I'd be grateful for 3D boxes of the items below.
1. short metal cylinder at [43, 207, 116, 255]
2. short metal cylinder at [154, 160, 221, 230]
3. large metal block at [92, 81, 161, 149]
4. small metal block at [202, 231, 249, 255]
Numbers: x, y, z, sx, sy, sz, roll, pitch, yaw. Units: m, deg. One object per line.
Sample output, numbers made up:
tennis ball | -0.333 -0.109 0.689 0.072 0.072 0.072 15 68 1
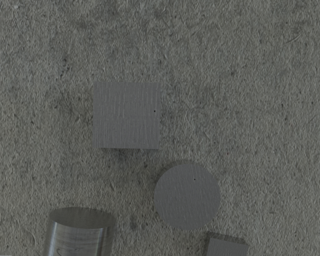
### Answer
short metal cylinder | -0.098 0.134 0.382 0.080 0.080 0.050 9 90 0
short metal cylinder | 0.033 0.083 0.398 0.081 0.050 0.079 0 90 0
large metal block | -0.040 -0.015 0.397 0.081 0.050 0.079 1 90 0
small metal block | 0.084 0.170 0.411 0.050 0.025 0.050 12 90 0
